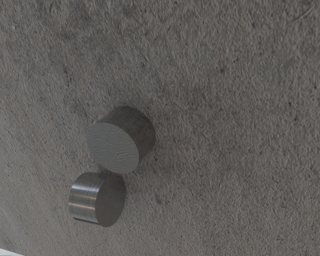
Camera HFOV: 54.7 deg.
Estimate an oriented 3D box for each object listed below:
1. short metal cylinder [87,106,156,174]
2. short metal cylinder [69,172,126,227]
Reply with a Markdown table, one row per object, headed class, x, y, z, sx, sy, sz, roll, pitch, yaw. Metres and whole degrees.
| class | x | y | z | sx | sy | sz | roll | pitch | yaw |
| --- | --- | --- | --- | --- | --- | --- | --- | --- | --- |
| short metal cylinder | -0.053 | 0.016 | 0.429 | 0.080 | 0.050 | 0.079 | 13 | 124 | 21 |
| short metal cylinder | -0.097 | 0.112 | 0.492 | 0.050 | 0.080 | 0.079 | 3 | 120 | 27 |
